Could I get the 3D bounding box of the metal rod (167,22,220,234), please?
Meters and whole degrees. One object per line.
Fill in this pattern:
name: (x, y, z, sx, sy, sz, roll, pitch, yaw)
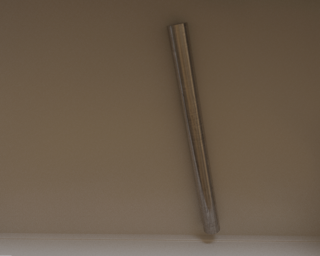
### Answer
metal rod: (0.049, 0.015, 0.416, 0.025, 0.025, 0.298, -11, 110, 4)
